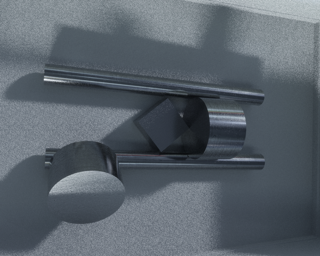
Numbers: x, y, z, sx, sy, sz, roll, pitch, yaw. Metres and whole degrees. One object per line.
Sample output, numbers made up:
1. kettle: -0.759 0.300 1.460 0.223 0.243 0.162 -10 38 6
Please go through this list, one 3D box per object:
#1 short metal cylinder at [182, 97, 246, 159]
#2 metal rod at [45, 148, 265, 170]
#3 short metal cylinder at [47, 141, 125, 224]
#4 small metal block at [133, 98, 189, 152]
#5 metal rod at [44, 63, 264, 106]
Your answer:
1. short metal cylinder: 0.068 0.001 0.406 0.050 0.080 0.079 2 90 -20
2. metal rod: 0.008 0.043 0.412 0.303 0.025 0.025 3 89 -21
3. short metal cylinder: -0.083 0.061 0.347 0.081 0.050 0.079 -9 127 -12
4. small metal block: 0.002 -0.004 0.410 0.050 0.025 0.050 -40 103 -16
5. metal rod: 0.007 -0.054 0.412 0.302 0.025 0.025 3 89 -21
